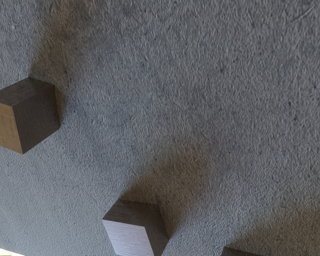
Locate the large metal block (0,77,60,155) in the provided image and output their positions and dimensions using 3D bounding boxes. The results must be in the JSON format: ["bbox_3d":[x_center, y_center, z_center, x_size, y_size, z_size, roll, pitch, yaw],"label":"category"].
[{"bbox_3d":[-0.202,-0.020,0.465,0.050,0.080,0.079,17,125,18],"label":"large metal block"}]

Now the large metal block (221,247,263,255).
[{"bbox_3d":[0.132,0.235,0.466,0.080,0.050,0.079,4,121,26],"label":"large metal block"}]

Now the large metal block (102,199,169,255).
[{"bbox_3d":[-0.039,0.170,0.517,0.080,0.050,0.080,0,118,28],"label":"large metal block"}]
